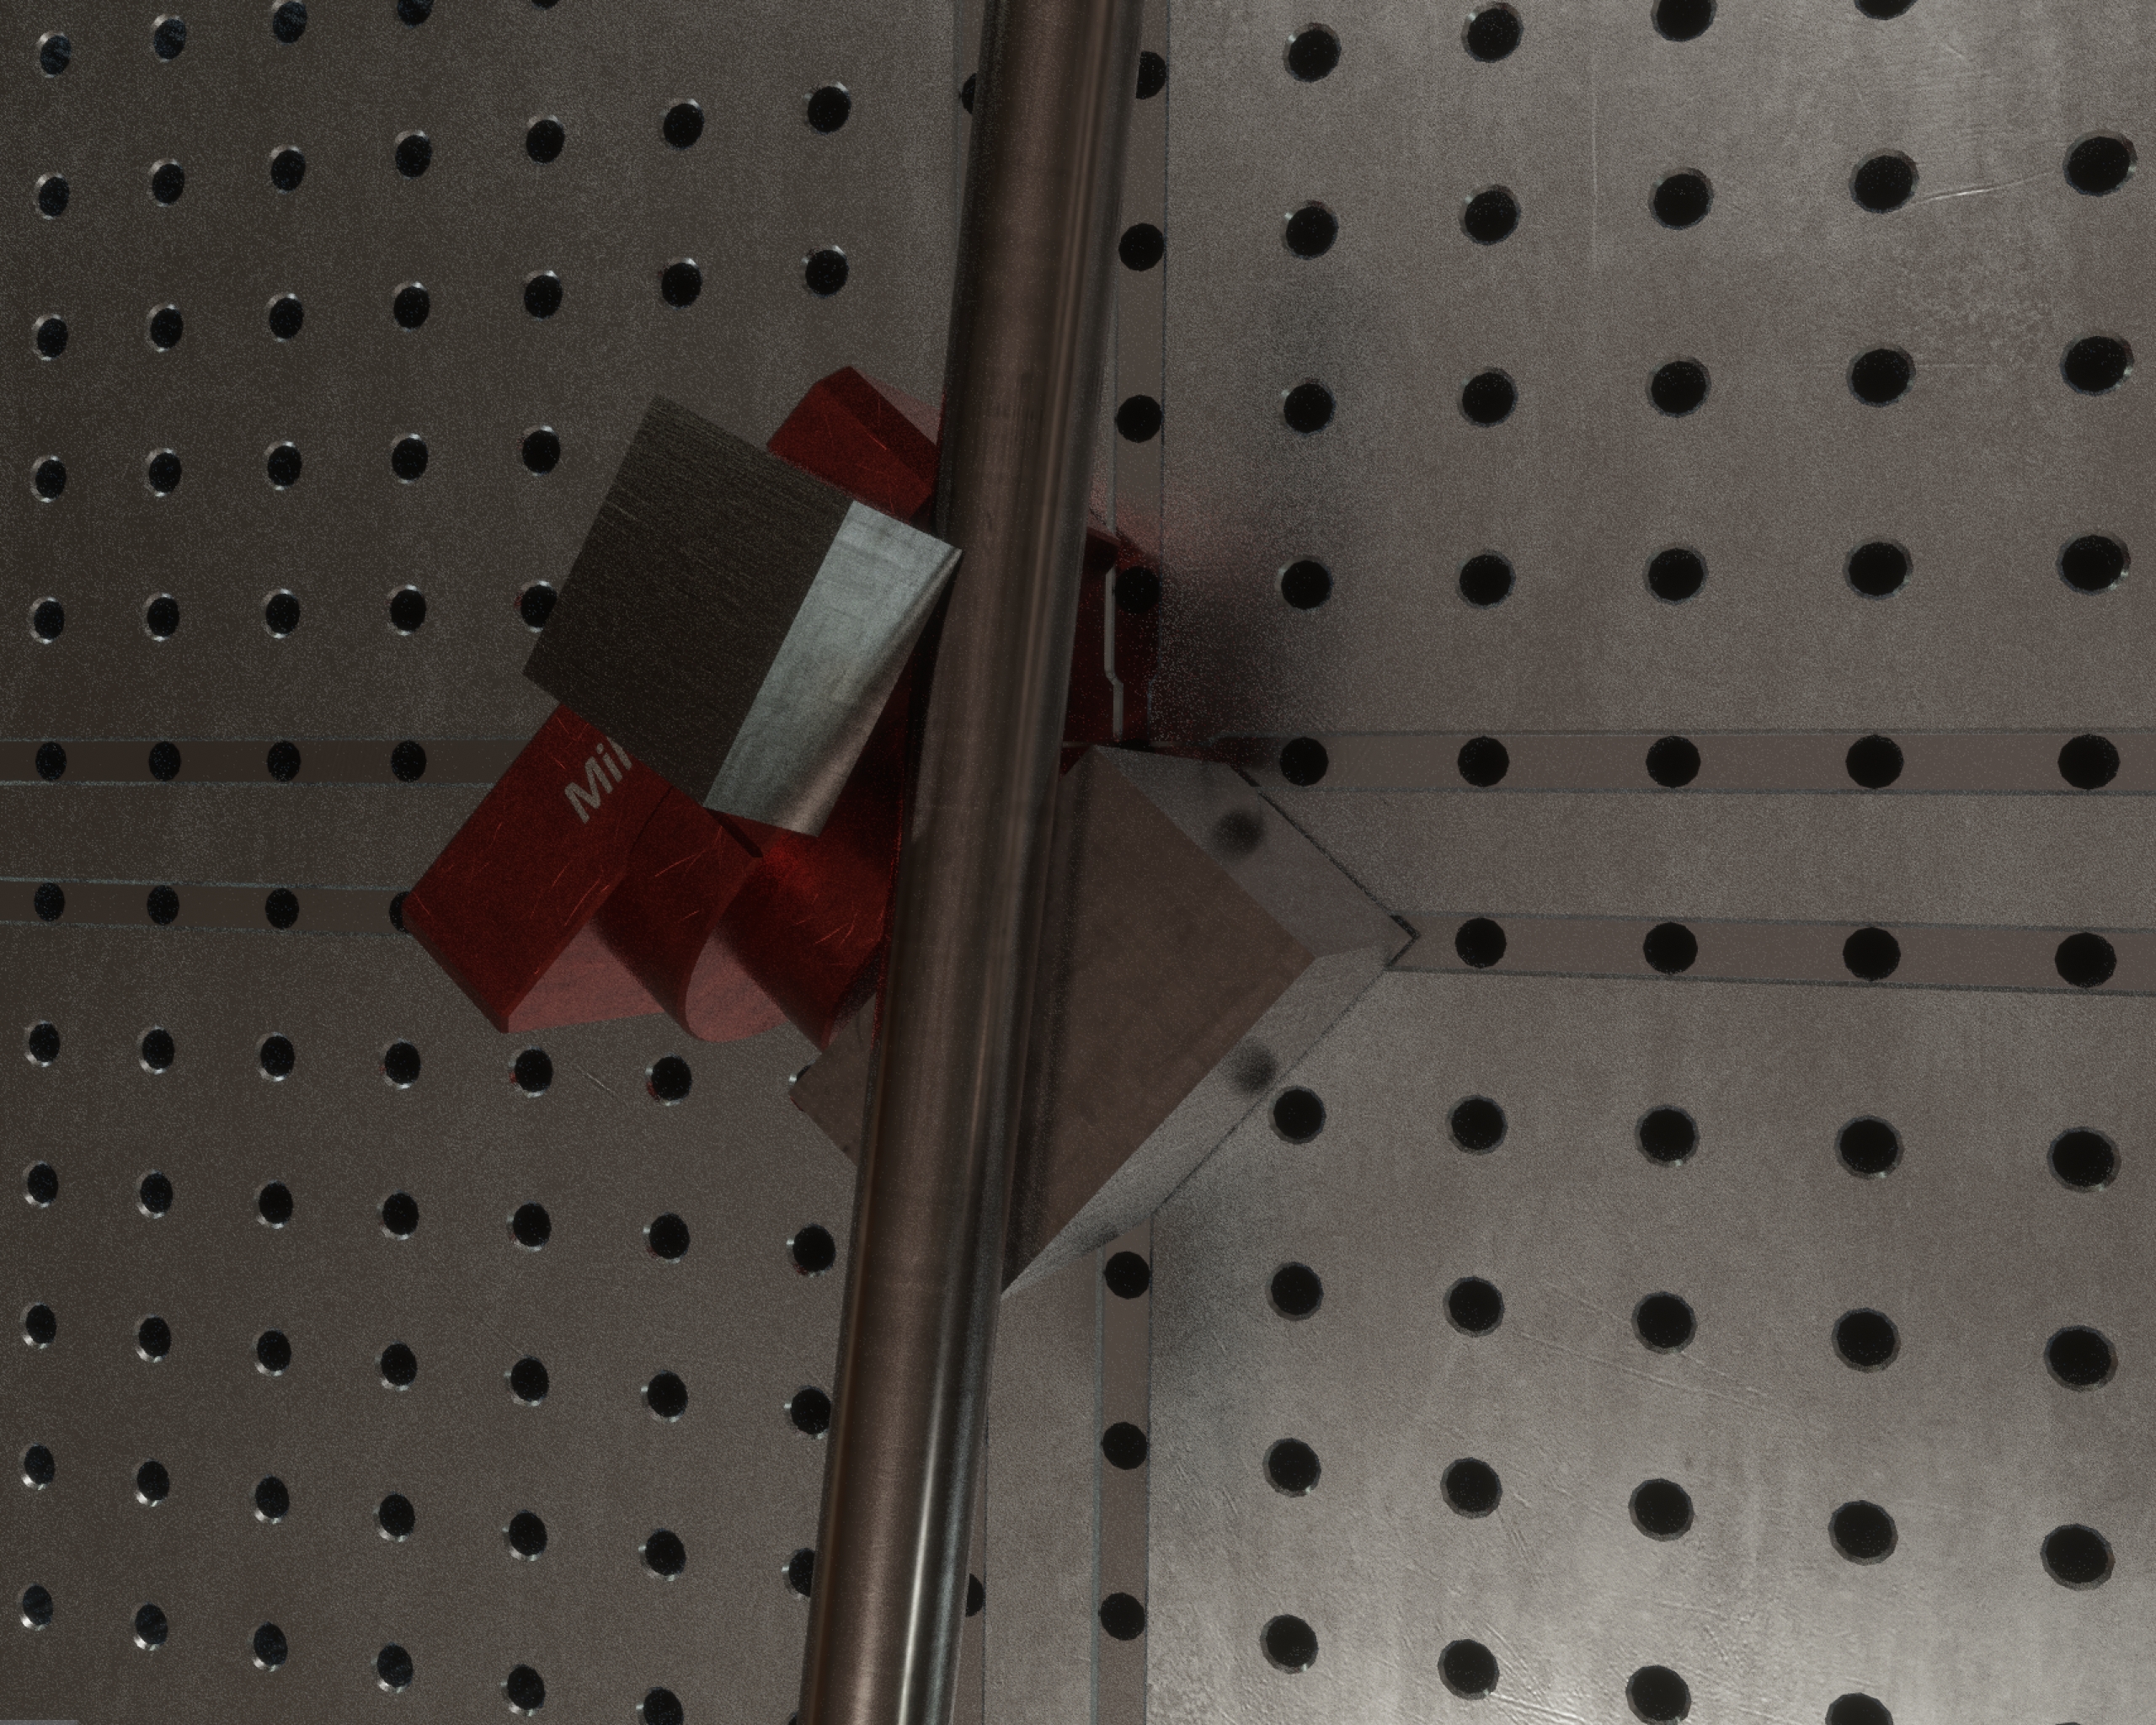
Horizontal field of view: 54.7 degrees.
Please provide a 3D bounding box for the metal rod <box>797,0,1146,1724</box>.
[{"bbox_3d":[-0.018,0.011,0.333,0.025,0.025,0.298,7,92,19],"label":"metal rod"}]

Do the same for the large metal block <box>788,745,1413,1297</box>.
[{"bbox_3d":[0.007,0.027,0.377,0.050,0.080,0.080,45,104,14],"label":"large metal block"}]

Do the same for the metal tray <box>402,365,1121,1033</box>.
[{"bbox_3d":[-0.057,-0.027,0.397,0.030,0.090,0.130,45,104,14],"label":"metal tray"}]

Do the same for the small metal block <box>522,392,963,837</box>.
[{"bbox_3d":[-0.053,-0.039,0.326,0.050,0.025,0.050,33,99,36],"label":"small metal block"}]

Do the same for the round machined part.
[{"bbox_3d":[-0.035,-0.001,0.389,0.042,0.098,0.098,44,103,14],"label":"round machined part"}]
